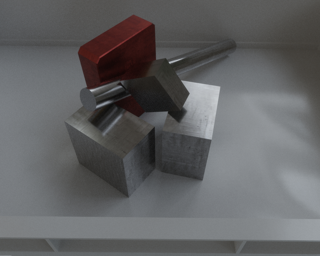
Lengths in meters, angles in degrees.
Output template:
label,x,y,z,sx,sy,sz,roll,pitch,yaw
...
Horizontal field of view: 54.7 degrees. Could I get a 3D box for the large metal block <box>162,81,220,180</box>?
label,x,y,z,sx,sy,sz,roll,pitch,yaw
large metal block,0.036,0.003,0.367,0.050,0.080,0.080,10,51,8

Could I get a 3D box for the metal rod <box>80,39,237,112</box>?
label,x,y,z,sx,sy,sz,roll,pitch,yaw
metal rod,0.022,-0.083,0.415,0.025,0.025,0.302,34,41,25

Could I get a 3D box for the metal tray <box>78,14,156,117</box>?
label,x,y,z,sx,sy,sz,roll,pitch,yaw
metal tray,-0.045,-0.061,0.385,0.030,0.129,0.090,33,58,25

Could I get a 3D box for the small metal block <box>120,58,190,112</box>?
label,x,y,z,sx,sy,sz,roll,pitch,yaw
small metal block,-0.005,-0.043,0.327,0.050,0.050,0.025,0,51,42

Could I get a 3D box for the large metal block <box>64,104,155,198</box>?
label,x,y,z,sx,sy,sz,roll,pitch,yaw
large metal block,-0.053,0.021,0.351,0.080,0.080,0.050,29,56,22
